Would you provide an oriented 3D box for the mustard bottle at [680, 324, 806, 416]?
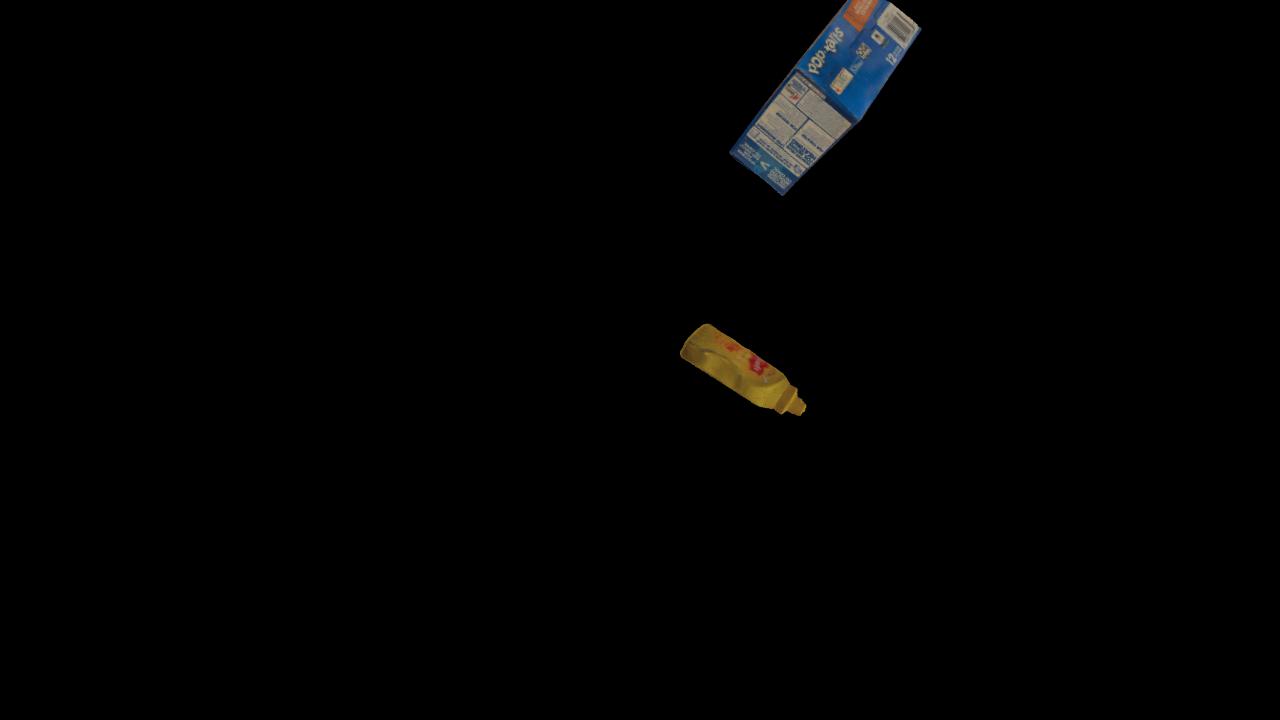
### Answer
[{"bbox_3d":[0.150,0.020,0.860,0.184,0.054,0.092,35,23,15],"label":"mustard bottle"}]

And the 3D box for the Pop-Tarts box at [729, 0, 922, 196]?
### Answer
[{"bbox_3d":[0.195,-0.287,0.662,0.083,0.167,0.141,39,-24,-4],"label":"Pop-Tarts box"}]
